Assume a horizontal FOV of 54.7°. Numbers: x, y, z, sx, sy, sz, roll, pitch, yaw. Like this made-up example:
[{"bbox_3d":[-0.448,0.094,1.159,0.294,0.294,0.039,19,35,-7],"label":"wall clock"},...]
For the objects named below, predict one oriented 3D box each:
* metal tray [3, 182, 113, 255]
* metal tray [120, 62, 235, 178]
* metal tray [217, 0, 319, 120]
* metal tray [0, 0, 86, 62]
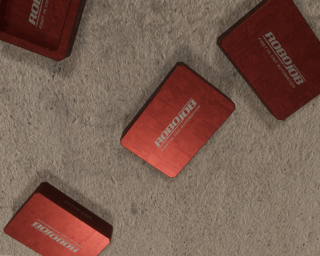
[{"bbox_3d":[-0.148,0.151,0.461,0.130,0.030,0.090,39,105,-14],"label":"metal tray"},{"bbox_3d":[0.021,-0.009,0.404,0.090,0.030,0.130,35,106,-13],"label":"metal tray"},{"bbox_3d":[0.144,-0.085,0.378,0.090,0.030,0.130,-39,106,13],"label":"metal tray"},{"bbox_3d":[-0.133,-0.152,0.348,0.091,0.030,0.129,20,109,-8],"label":"metal tray"}]
